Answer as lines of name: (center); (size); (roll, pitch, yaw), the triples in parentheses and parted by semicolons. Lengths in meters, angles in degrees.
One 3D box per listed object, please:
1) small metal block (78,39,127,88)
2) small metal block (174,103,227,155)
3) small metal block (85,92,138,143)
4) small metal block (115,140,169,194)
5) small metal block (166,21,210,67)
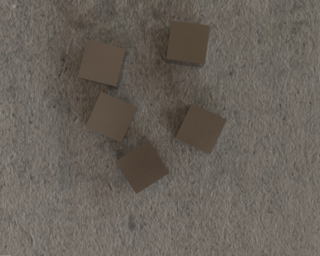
small metal block: (-0.075, -0.083, 0.409); (0.050, 0.025, 0.050); (14, 90, -1)
small metal block: (0.053, 0.001, 0.411); (0.050, 0.025, 0.050); (25, 90, -1)
small metal block: (-0.063, -0.014, 0.409); (0.050, 0.025, 0.050); (23, 90, -1)
small metal block: (-0.023, 0.050, 0.410); (0.050, 0.025, 0.050); (-33, 90, -1)
small metal block: (0.036, -0.110, 0.410); (0.050, 0.025, 0.050); (8, 90, -1)
